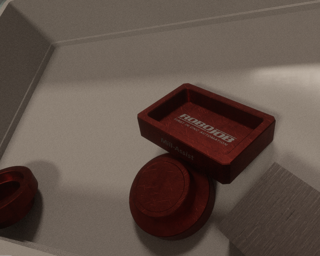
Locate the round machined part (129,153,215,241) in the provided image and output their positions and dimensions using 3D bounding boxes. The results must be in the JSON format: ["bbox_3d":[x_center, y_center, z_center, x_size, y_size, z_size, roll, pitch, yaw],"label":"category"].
[{"bbox_3d":[0.008,0.071,0.346,0.098,0.042,0.098,-13,56,20],"label":"round machined part"}]

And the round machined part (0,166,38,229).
[{"bbox_3d":[-0.216,0.100,0.428,0.098,0.042,0.098,-12,31,8],"label":"round machined part"}]

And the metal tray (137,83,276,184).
[{"bbox_3d":[0.050,-0.001,0.353,0.130,0.030,0.091,29,52,37],"label":"metal tray"}]

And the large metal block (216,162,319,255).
[{"bbox_3d":[0.112,0.091,0.274,0.080,0.050,0.080,-47,52,-5],"label":"large metal block"}]
